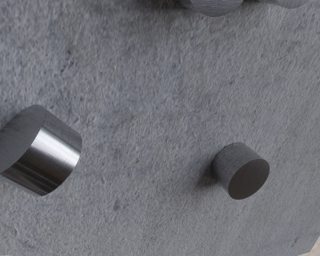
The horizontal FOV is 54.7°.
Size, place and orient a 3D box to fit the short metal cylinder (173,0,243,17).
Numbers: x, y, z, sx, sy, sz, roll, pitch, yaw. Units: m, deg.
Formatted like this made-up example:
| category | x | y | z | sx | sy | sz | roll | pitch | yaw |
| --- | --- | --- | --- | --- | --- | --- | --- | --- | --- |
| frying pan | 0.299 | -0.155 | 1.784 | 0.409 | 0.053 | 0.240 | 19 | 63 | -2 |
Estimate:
| category | x | y | z | sx | sy | sz | roll | pitch | yaw |
| --- | --- | --- | --- | --- | --- | --- | --- | --- | --- |
| short metal cylinder | 0.049 | -0.161 | 0.319 | 0.081 | 0.050 | 0.079 | -14 | 125 | -21 |

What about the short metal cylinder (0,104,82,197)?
| category | x | y | z | sx | sy | sz | roll | pitch | yaw |
| --- | --- | --- | --- | --- | --- | --- | --- | --- | --- |
| short metal cylinder | -0.128 | 0.023 | 0.316 | 0.080 | 0.080 | 0.050 | -43 | 130 | 1 |

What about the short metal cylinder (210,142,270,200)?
| category | x | y | z | sx | sy | sz | roll | pitch | yaw |
| --- | --- | --- | --- | --- | --- | --- | --- | --- | --- |
| short metal cylinder | 0.131 | 0.070 | 0.508 | 0.081 | 0.050 | 0.079 | -14 | 125 | -21 |

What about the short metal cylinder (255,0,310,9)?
| category | x | y | z | sx | sy | sz | roll | pitch | yaw |
| --- | --- | --- | --- | --- | --- | --- | --- | --- | --- |
| short metal cylinder | 0.144 | -0.184 | 0.357 | 0.081 | 0.050 | 0.079 | -14 | 125 | -21 |
